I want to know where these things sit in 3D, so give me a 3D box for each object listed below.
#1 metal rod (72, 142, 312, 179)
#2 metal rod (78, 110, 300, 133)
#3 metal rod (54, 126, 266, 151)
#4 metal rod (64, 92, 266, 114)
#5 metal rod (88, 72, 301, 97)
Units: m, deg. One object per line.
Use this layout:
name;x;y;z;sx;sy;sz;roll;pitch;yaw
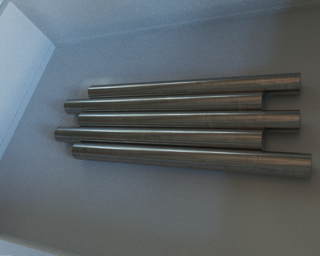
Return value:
metal rod;0.015;0.035;0.373;0.300;0.025;0.025;1;62;28
metal rod;0.017;-0.009;0.400;0.300;0.025;0.025;1;62;28
metal rod;-0.020;0.012;0.406;0.300;0.025;0.025;1;62;28
metal rod;-0.013;-0.032;0.429;0.300;0.025;0.025;1;62;28
metal rod;0.027;-0.053;0.421;0.300;0.025;0.025;1;62;28
